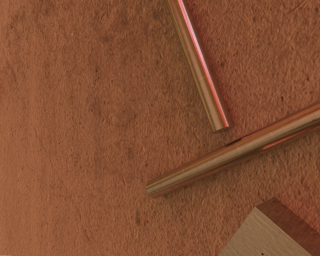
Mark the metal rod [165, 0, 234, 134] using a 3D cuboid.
[{"bbox_3d":[0.027,-0.136,0.381,0.025,0.025,0.299,-28,73,36],"label":"metal rod"}]

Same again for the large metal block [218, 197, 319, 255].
[{"bbox_3d":[0.111,0.127,0.296,0.080,0.050,0.079,41,115,32],"label":"large metal block"}]

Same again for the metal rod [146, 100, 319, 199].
[{"bbox_3d":[0.096,0.018,0.324,0.299,0.025,0.025,-31,71,35],"label":"metal rod"}]
